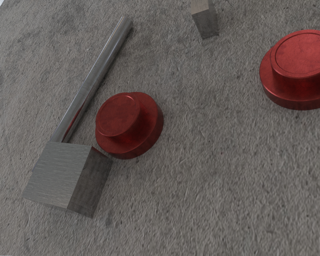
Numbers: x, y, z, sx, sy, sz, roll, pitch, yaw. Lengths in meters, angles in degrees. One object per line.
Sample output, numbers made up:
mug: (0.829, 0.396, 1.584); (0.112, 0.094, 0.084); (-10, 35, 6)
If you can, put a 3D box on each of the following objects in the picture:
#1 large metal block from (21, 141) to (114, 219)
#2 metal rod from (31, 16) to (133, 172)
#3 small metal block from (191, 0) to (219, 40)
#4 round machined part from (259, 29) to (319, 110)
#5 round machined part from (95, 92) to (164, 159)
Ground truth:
large metal block: (-0.120, 0.067, 0.410); (0.080, 0.050, 0.080); (4, 63, 30)
metal rod: (-0.118, -0.060, 0.502); (0.025, 0.025, 0.300); (12, 68, 33)
small metal block: (0.066, -0.169, 0.457); (0.025, 0.050, 0.050); (-12, 57, 22)
round machined part: (0.163, -0.072, 0.352); (0.098, 0.042, 0.098); (-13, 56, 21)
round machined part: (-0.048, -0.010, 0.424); (0.098, 0.042, 0.098); (-13, 56, 21)
